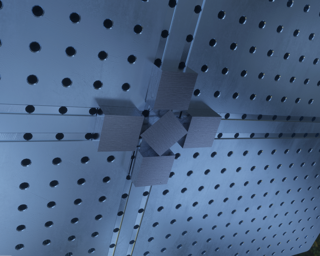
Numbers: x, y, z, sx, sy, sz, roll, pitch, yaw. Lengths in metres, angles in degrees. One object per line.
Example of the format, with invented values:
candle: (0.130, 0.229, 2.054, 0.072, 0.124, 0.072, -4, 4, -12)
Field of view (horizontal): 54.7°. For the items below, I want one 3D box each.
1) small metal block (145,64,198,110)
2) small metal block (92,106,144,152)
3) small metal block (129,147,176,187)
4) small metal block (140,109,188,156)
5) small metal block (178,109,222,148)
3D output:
small metal block: (0.014, -0.051, 0.389, 0.050, 0.025, 0.050, -1, 119, -29)
small metal block: (-0.052, 0.001, 0.384, 0.050, 0.025, 0.050, 1, 118, -30)
small metal block: (-0.011, 0.054, 0.440, 0.050, 0.025, 0.050, 0, 118, -29)
small metal block: (0.001, 0.002, 0.414, 0.050, 0.025, 0.050, -41, 130, -1)
small metal block: (0.054, 0.001, 0.443, 0.050, 0.025, 0.050, 0, 119, -29)
